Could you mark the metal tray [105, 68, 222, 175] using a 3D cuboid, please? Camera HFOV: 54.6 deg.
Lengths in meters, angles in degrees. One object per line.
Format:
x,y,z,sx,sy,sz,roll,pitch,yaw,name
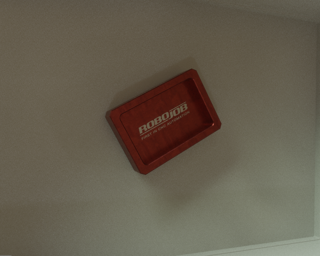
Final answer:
0.007,-0.010,0.407,0.131,0.030,0.090,-30,100,-18,metal tray
